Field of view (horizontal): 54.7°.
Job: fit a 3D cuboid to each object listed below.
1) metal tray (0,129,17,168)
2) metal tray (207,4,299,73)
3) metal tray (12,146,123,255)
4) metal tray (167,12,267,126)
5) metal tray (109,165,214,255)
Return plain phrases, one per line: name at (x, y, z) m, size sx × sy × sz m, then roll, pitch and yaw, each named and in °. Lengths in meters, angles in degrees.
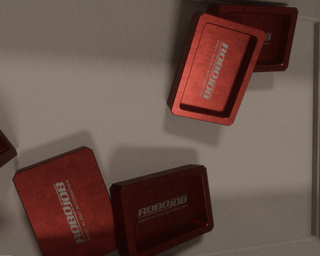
metal tray at (-0.202, -0.010, 0.299) m, size 0.030 × 0.090 × 0.130 m, roll -33°, pitch 102°, yaw -4°
metal tray at (0.128, -0.126, 0.440) m, size 0.131 × 0.030 × 0.089 m, roll -6°, pitch 113°, yaw -20°
metal tray at (-0.106, 0.097, 0.370) m, size 0.091 × 0.030 × 0.129 m, roll -21°, pitch 97°, yaw -19°
metal tray at (0.070, -0.074, 0.403) m, size 0.091 × 0.030 × 0.129 m, roll 11°, pitch 110°, yaw -15°
metal tray at (0.007, 0.102, 0.393) m, size 0.131 × 0.030 × 0.089 m, roll -9°, pitch 92°, yaw -34°
